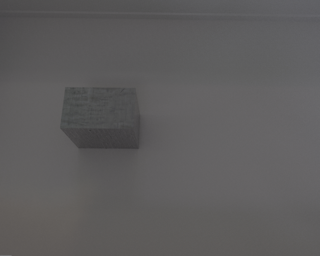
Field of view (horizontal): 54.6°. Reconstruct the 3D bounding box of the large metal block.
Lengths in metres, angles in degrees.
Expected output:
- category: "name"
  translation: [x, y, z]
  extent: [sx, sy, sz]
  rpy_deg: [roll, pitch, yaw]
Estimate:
- category: "large metal block"
  translation: [-0.068, -0.009, 0.384]
  extent: [0.080, 0.080, 0.050]
  rpy_deg: [1, 70, 0]
